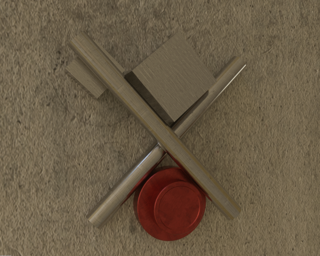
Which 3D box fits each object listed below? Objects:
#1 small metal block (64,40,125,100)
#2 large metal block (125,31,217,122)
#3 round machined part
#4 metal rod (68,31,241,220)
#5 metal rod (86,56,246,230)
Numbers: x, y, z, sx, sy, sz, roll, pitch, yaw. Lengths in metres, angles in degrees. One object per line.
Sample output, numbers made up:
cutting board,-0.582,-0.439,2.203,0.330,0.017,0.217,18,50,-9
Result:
small metal block,-0.081,-0.071,0.382,0.050,0.025,0.050,45,76,-15
large metal block,0.012,-0.064,0.403,0.080,0.050,0.080,-44,104,-15
round machined part,0.018,0.101,0.409,0.099,0.042,0.097,0,90,-21
metal rod,0.003,0.007,0.385,0.025,0.025,0.300,-46,105,-14
metal rod,0.017,0.010,0.419,0.025,0.025,0.301,47,75,-15
